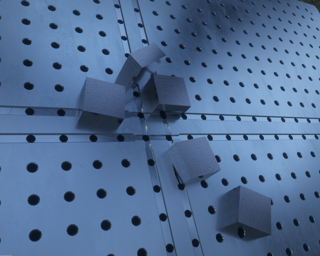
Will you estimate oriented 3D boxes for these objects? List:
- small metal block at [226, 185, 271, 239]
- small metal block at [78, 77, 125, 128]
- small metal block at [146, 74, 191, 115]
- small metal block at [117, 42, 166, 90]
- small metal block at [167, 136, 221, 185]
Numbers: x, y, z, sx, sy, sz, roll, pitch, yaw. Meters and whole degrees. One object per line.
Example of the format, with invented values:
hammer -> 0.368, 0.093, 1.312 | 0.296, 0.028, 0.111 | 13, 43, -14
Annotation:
small metal block -> 0.117, 0.110, 0.406 | 0.050, 0.025, 0.050 | 25, 53, -14
small metal block -> -0.072, -0.032, 0.390 | 0.050, 0.025, 0.050 | 11, 57, -23
small metal block -> 0.012, -0.048, 0.445 | 0.050, 0.025, 0.050 | 3, 61, -27
small metal block -> -0.026, -0.086, 0.432 | 0.025, 0.050, 0.050 | 49, 51, 5
small metal block -> 0.045, 0.042, 0.408 | 0.050, 0.025, 0.050 | -9, 67, -33
